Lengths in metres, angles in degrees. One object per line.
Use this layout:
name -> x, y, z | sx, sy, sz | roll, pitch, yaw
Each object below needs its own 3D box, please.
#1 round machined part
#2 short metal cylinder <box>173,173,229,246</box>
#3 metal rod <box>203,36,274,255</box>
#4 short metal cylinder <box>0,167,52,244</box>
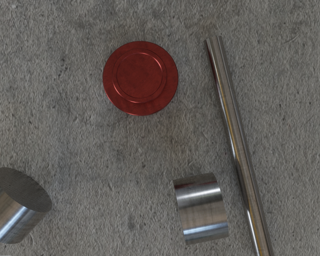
round machined part -> -0.025, -0.065, 0.401 | 0.099, 0.042, 0.097 | 0, 90, -1
short metal cylinder -> 0.048, 0.099, 0.383 | 0.050, 0.080, 0.080 | -11, 90, 0
metal rod -> 0.105, 0.027, 0.411 | 0.025, 0.025, 0.298 | -14, 90, 0
short metal cylinder -> -0.182, 0.094, 0.380 | 0.080, 0.080, 0.050 | 42, 90, -1
